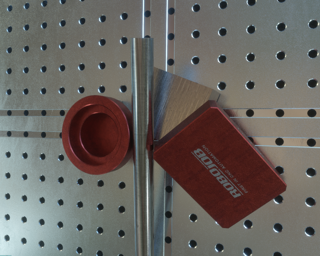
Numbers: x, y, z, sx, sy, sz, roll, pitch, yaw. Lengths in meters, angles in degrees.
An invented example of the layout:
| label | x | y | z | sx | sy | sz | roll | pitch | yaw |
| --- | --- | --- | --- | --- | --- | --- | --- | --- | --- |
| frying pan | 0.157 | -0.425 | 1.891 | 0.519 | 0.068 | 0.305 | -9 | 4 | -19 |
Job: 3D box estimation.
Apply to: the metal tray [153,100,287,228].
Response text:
| label | x | y | z | sx | sy | sz | roll | pitch | yaw |
| --- | --- | --- | --- | --- | --- | --- | --- | --- | --- |
| metal tray | 0.068 | 0.044 | 0.355 | 0.090 | 0.030 | 0.130 | -40 | 103 | 16 |

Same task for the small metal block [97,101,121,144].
| label | x | y | z | sx | sy | sz | roll | pitch | yaw |
| --- | --- | --- | --- | --- | --- | --- | --- | --- | --- |
| small metal block | -0.074 | -0.007 | 0.435 | 0.050 | 0.025 | 0.050 | -23 | 82 | 18 |

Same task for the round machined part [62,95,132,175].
| label | x | y | z | sx | sy | sz | roll | pitch | yaw |
| --- | --- | --- | --- | --- | --- | --- | --- | --- | --- |
| round machined part | -0.072 | 0.008 | 0.396 | 0.098 | 0.042 | 0.097 | 0 | 91 | 23 |

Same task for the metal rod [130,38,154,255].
| label | x | y | z | sx | sy | sz | roll | pitch | yaw |
| --- | --- | --- | --- | --- | --- | --- | --- | --- | --- |
| metal rod | -0.020 | 0.046 | 0.373 | 0.025 | 0.025 | 0.298 | 6 | 108 | 20 |

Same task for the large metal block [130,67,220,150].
| label | x | y | z | sx | sy | sz | roll | pitch | yaw |
| --- | --- | --- | --- | --- | --- | --- | --- | --- | --- |
| large metal block | 0.019 | -0.023 | 0.389 | 0.080 | 0.050 | 0.080 | 24 | 98 | 18 |
